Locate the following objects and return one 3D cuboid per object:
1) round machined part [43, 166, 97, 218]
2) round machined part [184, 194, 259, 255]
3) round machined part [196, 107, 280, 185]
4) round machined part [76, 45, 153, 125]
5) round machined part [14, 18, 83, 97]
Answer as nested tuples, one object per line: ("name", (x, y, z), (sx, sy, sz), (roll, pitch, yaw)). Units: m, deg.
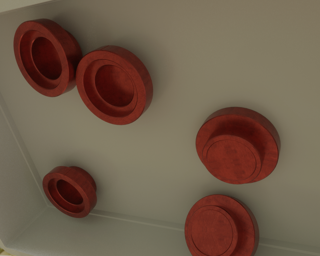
("round machined part", (-0.151, 0.106, 0.540), (0.098, 0.042, 0.097), (13, 124, 20))
("round machined part", (0.075, 0.137, 0.407), (0.098, 0.042, 0.098), (-10, 70, 30))
("round machined part", (0.089, 0.028, 0.367), (0.098, 0.042, 0.097), (13, 124, 20))
("round machined part", (-0.053, -0.056, 0.389), (0.098, 0.042, 0.097), (13, 124, 20))
("round machined part", (-0.141, -0.093, 0.407), (0.098, 0.042, 0.097), (16, 122, 27))
